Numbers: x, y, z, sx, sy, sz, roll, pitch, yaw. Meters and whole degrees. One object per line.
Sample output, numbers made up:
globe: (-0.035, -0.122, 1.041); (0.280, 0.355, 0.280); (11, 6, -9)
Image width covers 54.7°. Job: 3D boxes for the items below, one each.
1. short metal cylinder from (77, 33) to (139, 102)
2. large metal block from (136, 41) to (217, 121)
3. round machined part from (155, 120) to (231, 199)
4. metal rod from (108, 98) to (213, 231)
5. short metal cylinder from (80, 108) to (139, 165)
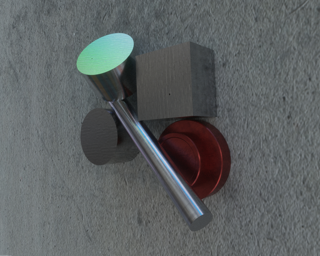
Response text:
short metal cylinder: (-0.063, -0.082, 0.418); (0.080, 0.050, 0.080); (-11, 50, 14)
large metal block: (0.019, -0.051, 0.372); (0.080, 0.050, 0.080); (-4, 88, 40)
round machined part: (0.030, 0.038, 0.369); (0.098, 0.042, 0.097); (0, 90, 40)
metal rod: (-0.030, 0.000, 0.387); (0.025, 0.025, 0.300); (-60, 43, 23)
short metal cylinder: (-0.070, 0.012, 0.449); (0.080, 0.050, 0.080); (0, 90, 40)
